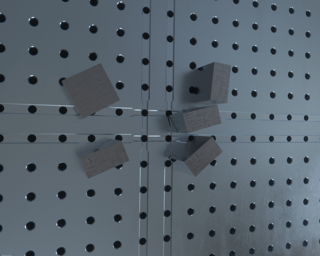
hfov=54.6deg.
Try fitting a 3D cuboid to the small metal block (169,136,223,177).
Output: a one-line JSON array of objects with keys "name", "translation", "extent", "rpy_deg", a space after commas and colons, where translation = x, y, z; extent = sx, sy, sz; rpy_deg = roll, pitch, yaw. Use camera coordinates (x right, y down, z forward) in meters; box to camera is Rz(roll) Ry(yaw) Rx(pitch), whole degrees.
[{"name": "small metal block", "translation": [0.047, 0.036, 0.416], "extent": [0.050, 0.050, 0.025], "rpy_deg": [-39, 103, -16]}]

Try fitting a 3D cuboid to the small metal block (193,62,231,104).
[{"name": "small metal block", "translation": [0.070, -0.059, 0.425], "extent": [0.025, 0.050, 0.050], "rpy_deg": [7, 88, -20]}]

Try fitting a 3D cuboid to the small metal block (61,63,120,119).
[{"name": "small metal block", "translation": [-0.085, -0.045, 0.381], "extent": [0.050, 0.025, 0.050], "rpy_deg": [-30, 100, -18]}]

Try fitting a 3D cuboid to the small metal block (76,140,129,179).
[{"name": "small metal block", "translation": [-0.070, 0.035, 0.373], "extent": [0.050, 0.050, 0.025], "rpy_deg": [-23, 98, -19]}]

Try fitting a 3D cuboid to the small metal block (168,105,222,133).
[{"name": "small metal block", "translation": [0.046, -0.012, 0.416], "extent": [0.050, 0.050, 0.025], "rpy_deg": [-15, 96, -19]}]
